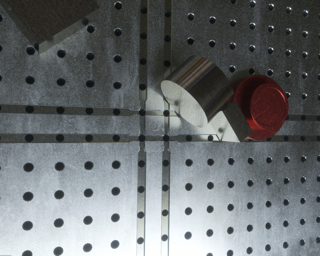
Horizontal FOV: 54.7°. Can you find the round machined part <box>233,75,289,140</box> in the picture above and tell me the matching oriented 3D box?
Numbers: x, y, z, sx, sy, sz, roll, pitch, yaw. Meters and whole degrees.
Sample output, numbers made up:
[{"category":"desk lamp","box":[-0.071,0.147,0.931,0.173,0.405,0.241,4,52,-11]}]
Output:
[{"category":"round machined part","box":[0.150,-0.031,0.461,0.099,0.042,0.097,0,90,-21]}]

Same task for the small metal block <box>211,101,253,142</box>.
[{"category":"small metal block","box":[0.096,-0.008,0.436,0.025,0.050,0.050,-36,102,-17]}]

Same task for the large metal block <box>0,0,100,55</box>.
[{"category":"large metal block","box":[-0.129,-0.144,0.352,0.080,0.050,0.080,-39,103,-16]}]

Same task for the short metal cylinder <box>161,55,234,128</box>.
[{"category":"short metal cylinder","box":[0.048,-0.047,0.402,0.050,0.080,0.080,-44,104,-15]}]
